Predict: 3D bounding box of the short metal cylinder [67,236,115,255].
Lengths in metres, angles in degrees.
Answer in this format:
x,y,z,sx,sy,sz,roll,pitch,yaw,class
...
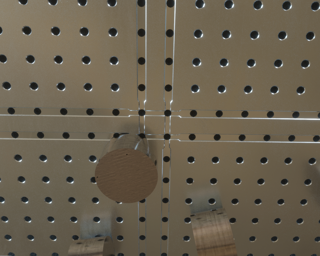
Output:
x,y,z,sx,sy,sz,roll,pitch,yaw,class
-0.099,0.204,0.458,0.050,0.080,0.079,-8,110,2,short metal cylinder

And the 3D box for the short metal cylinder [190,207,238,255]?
x,y,z,sx,sy,sz,roll,pitch,yaw,class
0.077,0.159,0.444,0.050,0.080,0.079,-12,110,4,short metal cylinder

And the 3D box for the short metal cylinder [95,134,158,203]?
x,y,z,sx,sy,sz,roll,pitch,yaw,class
-0.043,0.054,0.419,0.081,0.050,0.079,0,110,-1,short metal cylinder
